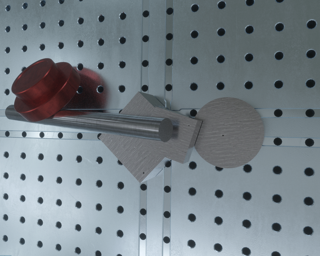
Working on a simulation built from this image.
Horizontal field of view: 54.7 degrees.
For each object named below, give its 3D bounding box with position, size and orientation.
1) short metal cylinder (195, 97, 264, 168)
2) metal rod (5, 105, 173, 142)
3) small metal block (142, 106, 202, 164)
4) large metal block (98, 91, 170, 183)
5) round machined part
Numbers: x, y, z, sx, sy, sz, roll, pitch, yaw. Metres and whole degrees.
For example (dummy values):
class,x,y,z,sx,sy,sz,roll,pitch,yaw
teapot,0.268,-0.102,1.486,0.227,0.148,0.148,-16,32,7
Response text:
class,x,y,z,sx,sy,sz,roll,pitch,yaw
short metal cylinder,0.083,0.005,0.370,0.080,0.050,0.079,0,90,19
metal rod,-0.114,-0.011,0.405,0.300,0.025,0.025,6,92,36
small metal block,0.014,0.007,0.351,0.050,0.025,0.050,20,96,18
large metal block,-0.017,0.011,0.402,0.080,0.050,0.080,45,104,14
round machined part,-0.164,-0.059,0.431,0.098,0.042,0.098,-18,44,19
